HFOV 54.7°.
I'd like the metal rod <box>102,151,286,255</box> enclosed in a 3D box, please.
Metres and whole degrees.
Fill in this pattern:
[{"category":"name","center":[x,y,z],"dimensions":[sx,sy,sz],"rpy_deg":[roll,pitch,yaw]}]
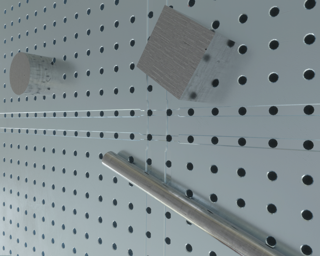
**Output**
[{"category":"metal rod","center":[0.030,0.097,0.384],"dimensions":[0.300,0.025,0.025],"rpy_deg":[25,106,37]}]

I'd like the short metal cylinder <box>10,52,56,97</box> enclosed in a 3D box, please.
[{"category":"short metal cylinder","center":[-0.246,-0.102,0.596],"dimensions":[0.080,0.050,0.079],"rpy_deg":[0,90,40]}]

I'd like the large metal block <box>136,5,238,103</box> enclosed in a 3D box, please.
[{"category":"large metal block","center":[0.030,-0.087,0.369],"dimensions":[0.080,0.050,0.080],"rpy_deg":[42,115,32]}]
